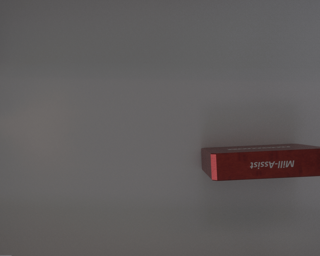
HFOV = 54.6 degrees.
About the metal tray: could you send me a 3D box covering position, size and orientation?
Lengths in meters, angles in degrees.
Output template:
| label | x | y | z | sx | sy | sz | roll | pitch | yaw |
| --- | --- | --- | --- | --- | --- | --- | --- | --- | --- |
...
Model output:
| label | x | y | z | sx | sy | sz | roll | pitch | yaw |
| --- | --- | --- | --- | --- | --- | --- | --- | --- | --- |
| metal tray | 0.121 | 0.039 | 0.379 | 0.131 | 0.090 | 0.030 | -3 | 90 | 0 |
